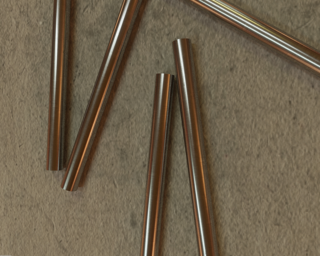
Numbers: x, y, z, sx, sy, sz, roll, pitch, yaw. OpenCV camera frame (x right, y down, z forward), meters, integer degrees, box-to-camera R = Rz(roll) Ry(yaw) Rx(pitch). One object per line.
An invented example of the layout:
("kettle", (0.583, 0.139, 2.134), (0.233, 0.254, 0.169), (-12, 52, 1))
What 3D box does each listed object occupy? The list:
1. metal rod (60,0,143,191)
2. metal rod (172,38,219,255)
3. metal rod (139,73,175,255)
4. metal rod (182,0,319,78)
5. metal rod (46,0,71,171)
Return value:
("metal rod", (-0.082, -0.052, 0.436), (0.025, 0.025, 0.298), (23, 97, 18))
("metal rod", (0.046, 0.037, 0.392), (0.025, 0.025, 0.298), (-8, 87, 19))
("metal rod", (-0.007, 0.079, 0.410), (0.025, 0.025, 0.298), (6, 92, 19))
("metal rod", (0.104, -0.125, 0.372), (0.300, 0.025, 0.025), (36, 101, 16))
("metal rod", (-0.150, -0.087, 0.460), (0.025, 0.025, 0.298), (3, 91, 19))
